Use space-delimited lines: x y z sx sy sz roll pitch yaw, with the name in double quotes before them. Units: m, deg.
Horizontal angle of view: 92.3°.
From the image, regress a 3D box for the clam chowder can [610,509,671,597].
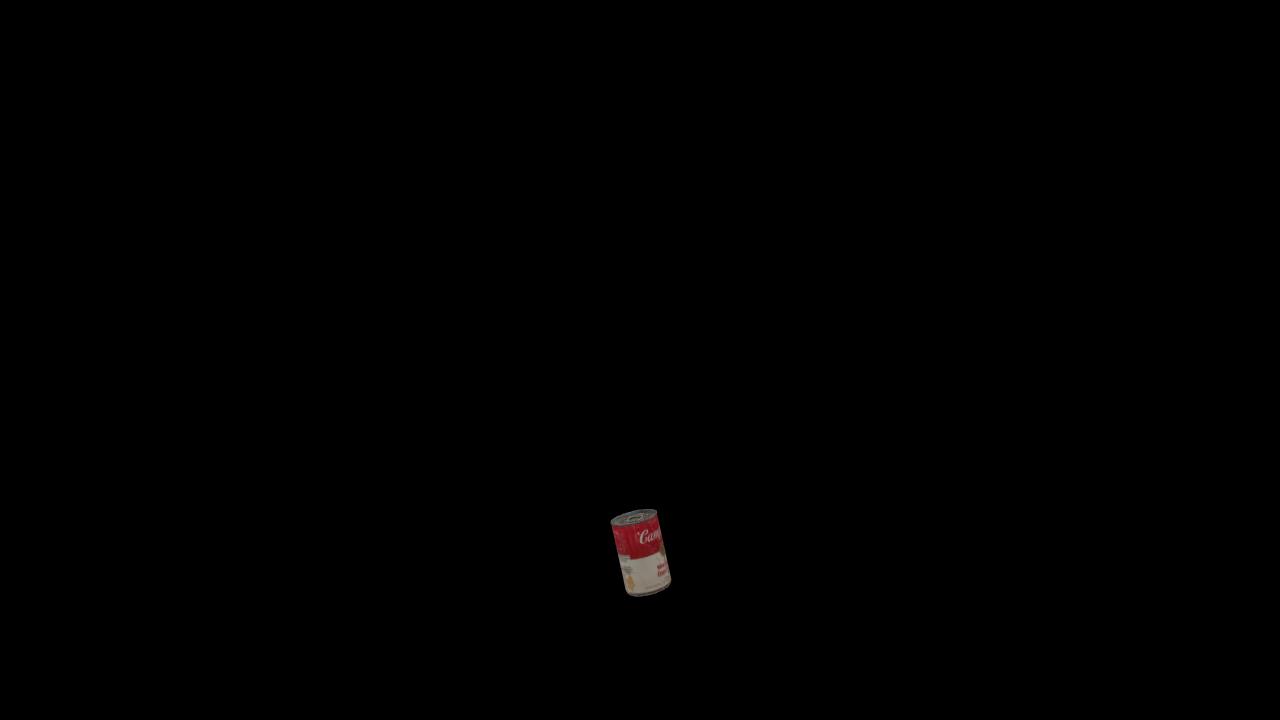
"clam chowder can" 0.002 0.269 0.863 0.068 0.102 0.068 -12 -1 0
